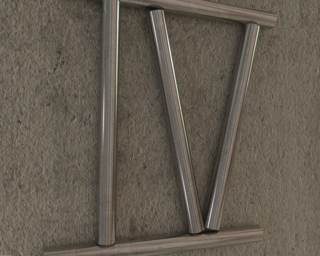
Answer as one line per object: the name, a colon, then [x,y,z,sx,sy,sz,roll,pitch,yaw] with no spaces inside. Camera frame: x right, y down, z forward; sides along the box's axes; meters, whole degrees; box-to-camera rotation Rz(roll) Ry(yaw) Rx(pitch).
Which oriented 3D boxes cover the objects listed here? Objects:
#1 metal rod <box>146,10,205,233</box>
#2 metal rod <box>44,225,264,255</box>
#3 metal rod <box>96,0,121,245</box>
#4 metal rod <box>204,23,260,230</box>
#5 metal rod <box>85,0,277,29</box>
metal rod: [0.021,-0.006,0.418,0.025,0.025,0.298,-12,94,-20]
metal rod: [0.006,0.155,0.413,0.303,0.025,0.025,1,90,-21]
metal rod: [-0.064,-0.008,0.386,0.025,0.025,0.298,1,90,-20]
metal rod: [0.104,-0.005,0.449,0.025,0.025,0.298,14,85,-20]
metal rod: [0.029,-0.167,0.422,0.303,0.025,0.025,1,90,-21]
